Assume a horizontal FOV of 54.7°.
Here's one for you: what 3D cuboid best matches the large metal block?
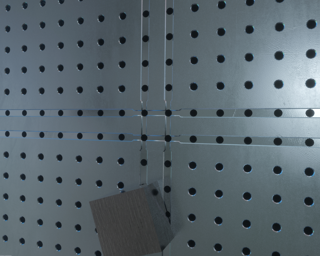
[{"bbox_3d":[-0.037,0.122,0.411,0.080,0.050,0.080,-18,84,18],"label":"large metal block"}]
